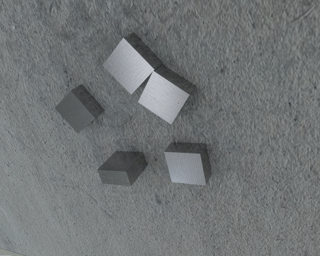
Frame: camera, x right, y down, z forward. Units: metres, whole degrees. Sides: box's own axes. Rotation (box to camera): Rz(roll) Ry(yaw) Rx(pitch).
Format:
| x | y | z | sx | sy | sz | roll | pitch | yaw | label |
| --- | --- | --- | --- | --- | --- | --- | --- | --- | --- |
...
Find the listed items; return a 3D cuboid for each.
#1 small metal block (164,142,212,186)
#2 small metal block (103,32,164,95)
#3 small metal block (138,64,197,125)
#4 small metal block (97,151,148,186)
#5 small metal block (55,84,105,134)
| x | y | z | sx | sy | sz | roll | pitch | yaw | label |
| --- | --- | --- | --- | --- | --- | --- | --- | --- | --- |
| 0.038 | 0.048 | 0.416 | 0.050 | 0.025 | 0.050 | 1 | 119 | 28 | small metal block |
| -0.033 | -0.078 | 0.376 | 0.050 | 0.025 | 0.050 | 46 | 129 | -4 | small metal block |
| 0.008 | -0.041 | 0.377 | 0.050 | 0.025 | 0.050 | 34 | 129 | 5 | small metal block |
| -0.054 | 0.058 | 0.456 | 0.050 | 0.050 | 0.025 | -1 | 118 | 29 | small metal block |
| -0.117 | -0.027 | 0.452 | 0.050 | 0.025 | 0.050 | -34 | 99 | 38 | small metal block |
